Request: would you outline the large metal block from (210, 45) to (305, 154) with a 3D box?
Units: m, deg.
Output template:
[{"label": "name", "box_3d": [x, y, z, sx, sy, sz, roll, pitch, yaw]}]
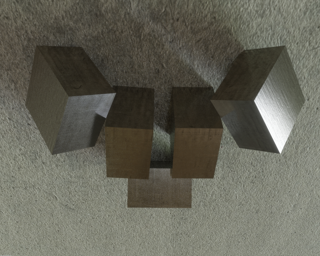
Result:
[{"label": "large metal block", "box_3d": [0.111, -0.031, 0.340, 0.050, 0.080, 0.080, 6, 143, 46]}]

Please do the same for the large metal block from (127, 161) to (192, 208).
[{"label": "large metal block", "box_3d": [-0.001, 0.075, 0.428, 0.081, 0.080, 0.050, 1, 91, -1]}]

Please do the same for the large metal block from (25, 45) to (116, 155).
[{"label": "large metal block", "box_3d": [-0.100, -0.031, 0.333, 0.050, 0.080, 0.079, -11, 142, -41]}]

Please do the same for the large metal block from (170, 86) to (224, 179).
[{"label": "large metal block", "box_3d": [0.040, 0.005, 0.378, 0.050, 0.080, 0.079, 1, 130, -1]}]

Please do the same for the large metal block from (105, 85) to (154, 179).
[{"label": "large metal block", "box_3d": [-0.035, 0.005, 0.376, 0.050, 0.080, 0.079, 4, 130, -4]}]
